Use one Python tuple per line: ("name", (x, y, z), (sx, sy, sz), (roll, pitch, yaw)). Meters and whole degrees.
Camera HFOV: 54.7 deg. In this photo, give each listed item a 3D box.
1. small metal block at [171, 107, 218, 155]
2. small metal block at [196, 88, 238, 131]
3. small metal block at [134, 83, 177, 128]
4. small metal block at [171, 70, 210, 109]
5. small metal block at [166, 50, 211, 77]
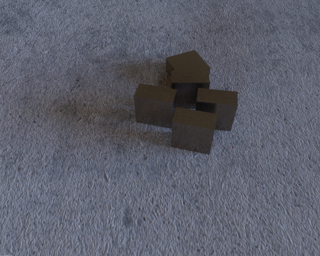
("small metal block", (0.041, 0.004, 0.384), (0.050, 0.050, 0.025), (11, 51, 9))
("small metal block", (0.072, -0.024, 0.407), (0.050, 0.050, 0.025), (6, 51, 5))
("small metal block", (-0.005, -0.029, 0.411), (0.050, 0.050, 0.025), (11, 51, 9))
("small metal block", (0.040, -0.053, 0.431), (0.050, 0.050, 0.025), (0, 50, 0))
("small metal block", (0.043, -0.091, 0.480), (0.050, 0.025, 0.050), (-19, 53, -15))
